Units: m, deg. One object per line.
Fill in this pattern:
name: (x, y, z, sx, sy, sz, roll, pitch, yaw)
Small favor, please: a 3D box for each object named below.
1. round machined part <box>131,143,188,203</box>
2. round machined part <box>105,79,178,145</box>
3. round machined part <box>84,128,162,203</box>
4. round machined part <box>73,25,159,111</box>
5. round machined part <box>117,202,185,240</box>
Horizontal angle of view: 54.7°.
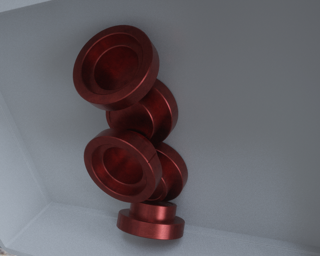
round machined part: (-0.013, 0.068, 0.442, 0.098, 0.042, 0.097, 13, 124, 20)
round machined part: (-0.030, -0.018, 0.398, 0.098, 0.042, 0.097, 13, 124, 20)
round machined part: (-0.042, 0.042, 0.386, 0.098, 0.042, 0.097, 13, 124, 20)
round machined part: (-0.046, -0.064, 0.355, 0.098, 0.098, 0.042, 7, 164, 24)
round machined part: (-0.012, 0.129, 0.457, 0.098, 0.098, 0.042, 6, 84, 24)
